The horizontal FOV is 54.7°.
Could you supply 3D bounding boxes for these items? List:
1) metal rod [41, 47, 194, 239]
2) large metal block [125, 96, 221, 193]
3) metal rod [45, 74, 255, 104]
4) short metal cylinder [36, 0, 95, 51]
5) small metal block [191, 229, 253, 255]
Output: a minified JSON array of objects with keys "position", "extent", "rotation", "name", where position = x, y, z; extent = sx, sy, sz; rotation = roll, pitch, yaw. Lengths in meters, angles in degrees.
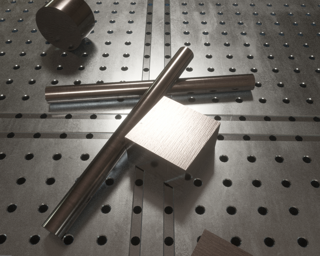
[{"position":[-0.036,-0.002,0.388],"extent":[0.025,0.025,0.301],"rotation":[24,60,18],"name":"metal rod"},{"position":[0.016,0.018,0.377],"extent":[0.080,0.050,0.080],"rotation":[27,55,21],"name":"large metal block"},{"position":[-0.011,-0.058,0.456],"extent":[0.302,0.025,0.025],"rotation":[-4,50,-4],"name":"metal rod"},{"position":[-0.158,-0.178,0.520],"extent":[0.080,0.080,0.050],"rotation":[15,52,11],"name":"short metal cylinder"},{"position":[0.053,0.134,0.295],"extent":[0.050,0.025,0.050],"rotation":[25,54,19],"name":"small metal block"}]
